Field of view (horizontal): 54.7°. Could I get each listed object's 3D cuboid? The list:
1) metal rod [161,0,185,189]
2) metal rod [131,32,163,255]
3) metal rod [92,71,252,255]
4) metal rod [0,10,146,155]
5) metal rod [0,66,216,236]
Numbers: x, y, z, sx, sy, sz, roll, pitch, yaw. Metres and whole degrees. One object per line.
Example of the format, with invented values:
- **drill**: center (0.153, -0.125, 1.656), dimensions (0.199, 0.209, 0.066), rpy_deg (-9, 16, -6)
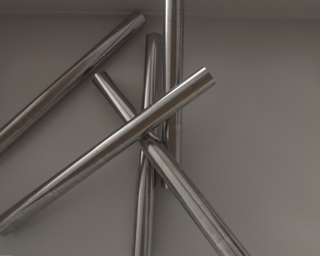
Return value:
- **metal rod**: center (0.016, -0.076, 0.373), dimensions (0.025, 0.025, 0.298), rpy_deg (1, 95, 0)
- **metal rod**: center (-0.015, 0.007, 0.407), dimensions (0.025, 0.025, 0.299), rpy_deg (2, 70, 0)
- **metal rod**: center (-0.002, 0.031, 0.361), dimensions (0.025, 0.025, 0.300), rpy_deg (-32, 60, -11)
- **metal rod**: center (-0.130, -0.062, 0.430), dimensions (0.025, 0.025, 0.301), rpy_deg (40, 74, 13)
- **metal rod**: center (-0.066, 0.029, 0.357), dimensions (0.300, 0.025, 0.025), rpy_deg (-36, 74, 3)
